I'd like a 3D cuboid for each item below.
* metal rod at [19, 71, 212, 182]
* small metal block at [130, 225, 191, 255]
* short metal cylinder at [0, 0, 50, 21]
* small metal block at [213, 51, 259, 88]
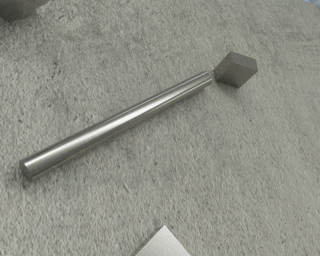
[{"bbox_3d":[-0.031,-0.018,0.399,0.302,0.025,0.025,-31,79,-38],"label":"metal rod"},{"bbox_3d":[0.000,0.139,0.320,0.050,0.025,0.050,49,51,6],"label":"small metal block"},{"bbox_3d":[-0.182,-0.181,0.382,0.080,0.080,0.050,38,51,-4],"label":"short metal cylinder"},{"bbox_3d":[0.126,-0.096,0.517,0.050,0.050,0.025,11,57,-23],"label":"small metal block"}]
